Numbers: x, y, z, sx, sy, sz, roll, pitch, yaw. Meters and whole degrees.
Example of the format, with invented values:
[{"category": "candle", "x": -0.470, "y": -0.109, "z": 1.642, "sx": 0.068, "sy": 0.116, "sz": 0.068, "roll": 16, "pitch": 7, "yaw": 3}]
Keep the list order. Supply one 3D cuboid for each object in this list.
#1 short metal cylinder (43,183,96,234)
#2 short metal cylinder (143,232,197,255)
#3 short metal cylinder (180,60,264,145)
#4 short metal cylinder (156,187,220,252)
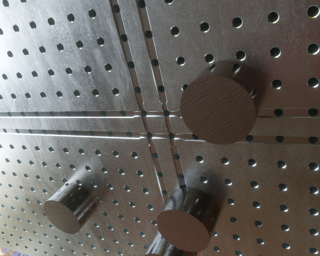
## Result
[{"category": "short metal cylinder", "x": -0.167, "y": 0.149, "z": 0.575, "sx": 0.080, "sy": 0.050, "sz": 0.079, "roll": 13, "pitch": 124, "yaw": 21}, {"category": "short metal cylinder", "x": 0.015, "y": 0.222, "z": 0.524, "sx": 0.080, "sy": 0.050, "sz": 0.079, "roll": 13, "pitch": 124, "yaw": 21}, {"category": "short metal cylinder", "x": 0.069, "y": -0.028, "z": 0.341, "sx": 0.080, "sy": 0.050, "sz": 0.079, "roll": 13, "pitch": 124, "yaw": 20}, {"category": "short metal cylinder", "x": 0.042, "y": 0.134, "z": 0.456, "sx": 0.080, "sy": 0.050, "sz": 0.079, "roll": 13, "pitch": 124, "yaw": 21}]
